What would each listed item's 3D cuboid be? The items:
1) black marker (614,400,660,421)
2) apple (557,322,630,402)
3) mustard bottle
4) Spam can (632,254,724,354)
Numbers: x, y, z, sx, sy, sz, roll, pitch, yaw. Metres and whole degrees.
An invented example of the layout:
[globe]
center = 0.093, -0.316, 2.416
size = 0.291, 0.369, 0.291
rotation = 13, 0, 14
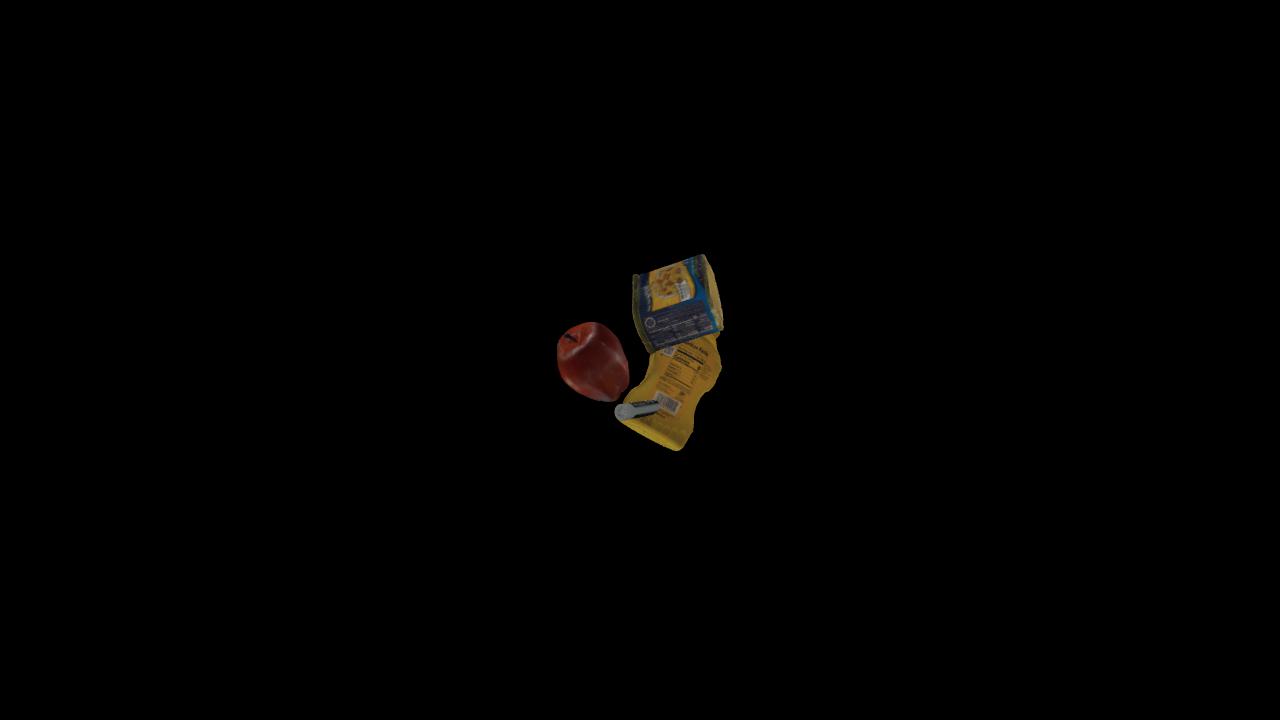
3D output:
[black marker]
center = 0.014, 0.056, 0.725
size = 0.020, 0.020, 0.121
rotation = 0, 1, 36
[apple]
center = -0.052, 0.002, 0.680
size = 0.079, 0.079, 0.093
rotation = 0, -44, 49
[mustard bottle]
center = 0.052, 0.013, 0.764
size = 0.092, 0.184, 0.054
rotation = 27, -16, 5
[Spam can]
center = 0.041, -0.063, 0.670
size = 0.085, 0.058, 0.101
rotation = -18, 40, 14
